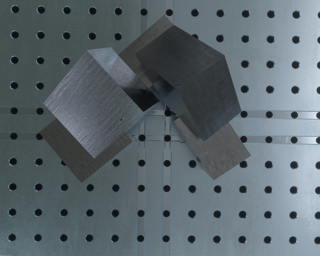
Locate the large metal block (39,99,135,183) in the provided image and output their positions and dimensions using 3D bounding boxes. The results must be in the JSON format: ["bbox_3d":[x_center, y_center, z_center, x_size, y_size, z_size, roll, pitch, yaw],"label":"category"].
[{"bbox_3d":[-0.090,0.011,0.399,0.080,0.050,0.080,-39,91,0],"label":"large metal block"}]

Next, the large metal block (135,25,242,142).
[{"bbox_3d":[0.030,-0.046,0.315,0.050,0.080,0.080,-39,48,-5],"label":"large metal block"}]

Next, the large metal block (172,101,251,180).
[{"bbox_3d":[0.058,0.011,0.385,0.050,0.080,0.080,-34,90,0],"label":"large metal block"}]

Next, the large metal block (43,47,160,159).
[{"bbox_3d":[-0.062,-0.028,0.334,0.080,0.050,0.080,-42,91,25],"label":"large metal block"}]

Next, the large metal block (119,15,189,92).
[{"bbox_3d":[-0.009,-0.082,0.384,0.080,0.080,0.050,-41,91,0],"label":"large metal block"}]
